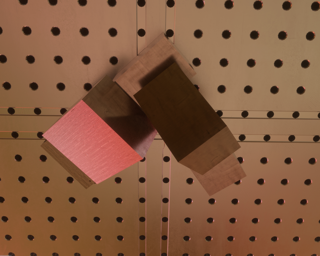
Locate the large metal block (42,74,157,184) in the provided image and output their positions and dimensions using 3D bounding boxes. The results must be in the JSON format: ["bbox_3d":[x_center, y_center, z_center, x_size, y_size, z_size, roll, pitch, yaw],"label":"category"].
[{"bbox_3d":[-0.062,0.004,0.331,0.080,0.050,0.080,-32,109,37],"label":"large metal block"}]

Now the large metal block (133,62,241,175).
[{"bbox_3d":[0.029,-0.005,0.307,0.050,0.080,0.080,-38,64,8],"label":"large metal block"}]

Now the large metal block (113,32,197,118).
[{"bbox_3d":[-0.009,-0.063,0.359,0.080,0.080,0.050,-40,106,13],"label":"large metal block"}]

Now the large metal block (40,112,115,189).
[{"bbox_3d":[-0.090,0.018,0.405,0.080,0.050,0.080,-38,106,12],"label":"large metal block"}]

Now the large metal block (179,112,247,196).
[{"bbox_3d":[0.058,0.024,0.392,0.050,0.080,0.080,-32,107,11],"label":"large metal block"}]
